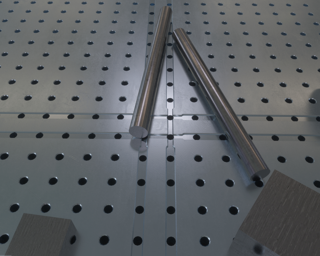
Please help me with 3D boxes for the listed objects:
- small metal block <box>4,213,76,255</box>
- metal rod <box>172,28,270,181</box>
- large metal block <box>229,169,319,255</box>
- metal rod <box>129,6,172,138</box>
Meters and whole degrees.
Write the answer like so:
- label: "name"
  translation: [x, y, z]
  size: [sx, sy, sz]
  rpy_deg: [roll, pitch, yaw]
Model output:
- label: "small metal block"
  translation: [-0.118, 0.117, 0.309]
  size: [0.050, 0.025, 0.050]
  rpy_deg: [6, 50, 5]
- label: "metal rod"
  translation: [0.075, -0.055, 0.453]
  size: [0.025, 0.025, 0.300]
  rpy_deg: [-13, 51, -10]
- label: "large metal block"
  translation: [0.128, 0.102, 0.307]
  size: [0.080, 0.050, 0.080]
  rpy_deg: [30, 56, 22]
- label: "metal rod"
  translation: [-0.008, -0.108, 0.498]
  size: [0.025, 0.025, 0.300]
  rpy_deg: [6, 50, 5]
